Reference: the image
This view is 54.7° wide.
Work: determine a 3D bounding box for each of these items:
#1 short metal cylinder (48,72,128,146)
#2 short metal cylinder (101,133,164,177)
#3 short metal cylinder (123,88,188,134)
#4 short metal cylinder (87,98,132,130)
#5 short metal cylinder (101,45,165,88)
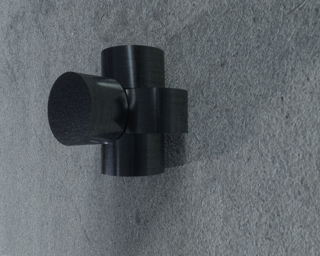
[{"bbox_3d":[-0.083,-0.021,0.351,0.080,0.050,0.079,0,90,39],"label":"short metal cylinder"},{"bbox_3d":[-0.035,0.031,0.397,0.080,0.081,0.050,0,90,39],"label":"short metal cylinder"},{"bbox_3d":[-0.007,-0.019,0.374,0.080,0.081,0.050,0,90,39],"label":"short metal cylinder"},{"bbox_3d":[-0.069,-0.019,0.425,0.080,0.081,0.050,-1,89,39],"label":"short metal cylinder"},{"bbox_3d":[-0.034,-0.071,0.397,0.080,0.081,0.050,-2,89,39],"label":"short metal cylinder"}]
